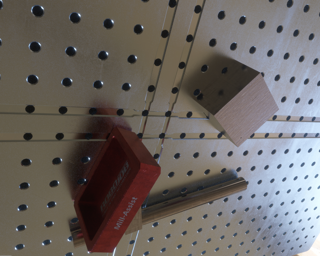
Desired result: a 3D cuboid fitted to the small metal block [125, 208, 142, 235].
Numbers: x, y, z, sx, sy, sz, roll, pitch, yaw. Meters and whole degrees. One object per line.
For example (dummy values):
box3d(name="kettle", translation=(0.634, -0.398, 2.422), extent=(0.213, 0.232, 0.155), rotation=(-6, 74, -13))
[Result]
box3d(name="small metal block", translation=(-0.047, 0.113, 0.441), extent=(0.025, 0.050, 0.050), rotation=(-14, 124, -21))

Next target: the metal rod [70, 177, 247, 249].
box3d(name="metal rod", translation=(0.012, 0.130, 0.500), extent=(0.303, 0.025, 0.025), rotation=(-12, 124, -22))

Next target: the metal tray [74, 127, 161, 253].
box3d(name="metal tray", translation=(-0.058, 0.075, 0.385), extent=(0.030, 0.090, 0.129), rotation=(19, 108, -36))

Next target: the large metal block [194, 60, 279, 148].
box3d(name="large metal block", translation=(0.109, -0.033, 0.436), extent=(0.080, 0.050, 0.080), rotation=(-43, 130, 1))
